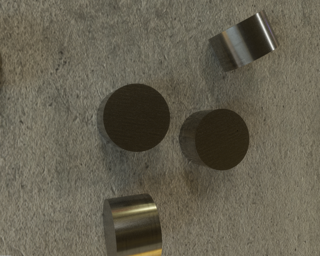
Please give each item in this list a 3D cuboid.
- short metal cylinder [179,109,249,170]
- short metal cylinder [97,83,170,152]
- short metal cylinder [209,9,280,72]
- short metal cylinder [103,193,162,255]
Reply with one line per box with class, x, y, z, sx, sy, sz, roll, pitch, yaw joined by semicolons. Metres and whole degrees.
short metal cylinder;0.073;0.015;0.422;0.081;0.050;0.080;0;90;-20
short metal cylinder;-0.034;-0.012;0.383;0.081;0.050;0.080;0;90;-20
short metal cylinder;0.113;-0.117;0.421;0.080;0.080;0.050;-32;101;-17
short metal cylinder;-0.035;0.121;0.367;0.050;0.080;0.079;-4;92;-20
